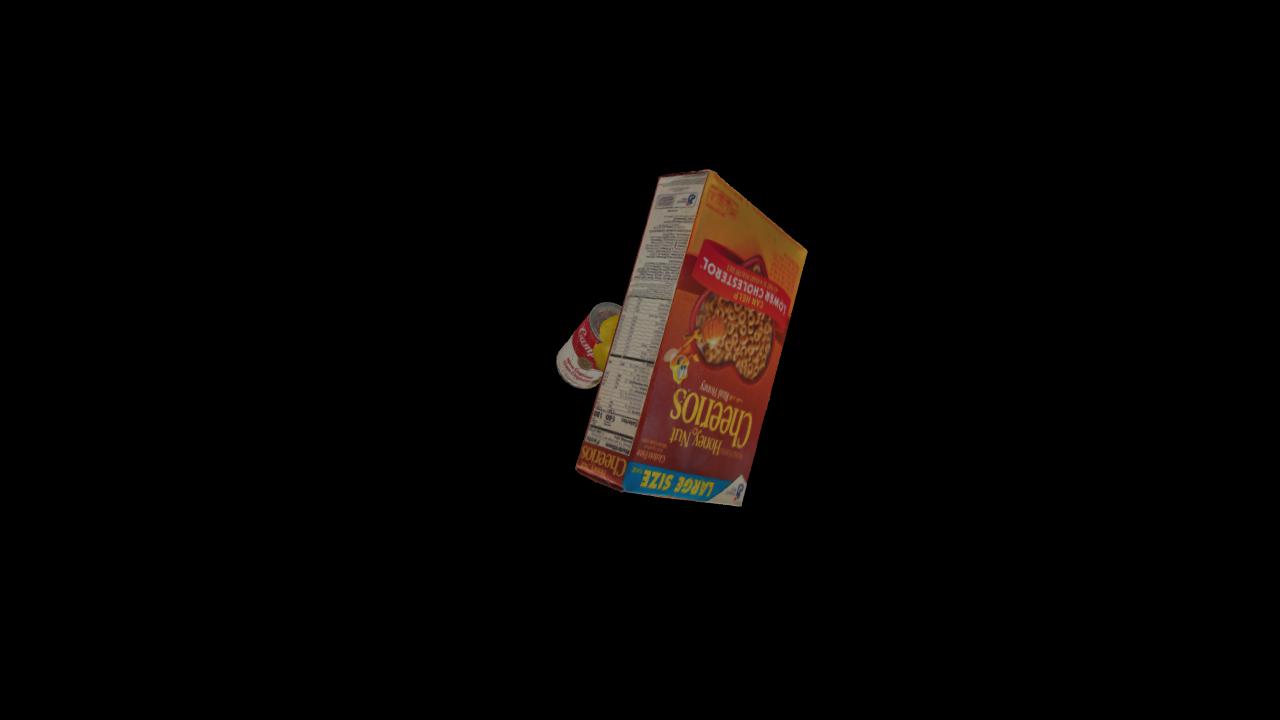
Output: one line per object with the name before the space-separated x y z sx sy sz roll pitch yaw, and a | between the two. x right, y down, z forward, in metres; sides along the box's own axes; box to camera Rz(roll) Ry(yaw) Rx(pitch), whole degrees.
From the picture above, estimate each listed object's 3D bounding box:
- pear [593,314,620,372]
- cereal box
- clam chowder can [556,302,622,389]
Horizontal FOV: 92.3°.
pear | 0.003 -0.012 0.718 0.111 0.080 0.080 7 3 22
cereal box | 0.066 -0.009 0.639 0.081 0.306 0.203 10 -8 43
clam chowder can | -0.054 -0.015 0.755 0.068 0.068 0.102 0 -29 -35
